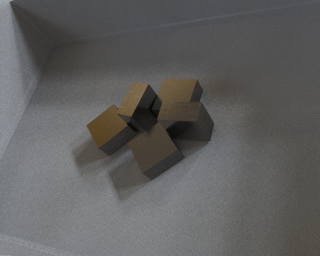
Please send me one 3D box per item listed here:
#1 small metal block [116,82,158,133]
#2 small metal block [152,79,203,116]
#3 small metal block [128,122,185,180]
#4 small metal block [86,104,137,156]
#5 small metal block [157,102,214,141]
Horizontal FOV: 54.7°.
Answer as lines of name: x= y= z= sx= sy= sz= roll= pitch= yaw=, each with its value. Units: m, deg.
small metal block: x=-0.025 y=-0.026 z=0.414 sx=0.025 sy=0.050 sz=0.050 roll=13 pitch=69 yaw=33
small metal block: x=0.024 y=-0.038 z=0.413 sx=0.050 sy=0.025 sz=0.050 roll=7 pitch=65 yaw=30
small metal block: x=-0.005 y=0.028 z=0.387 sx=0.050 sy=0.025 sz=0.050 roll=-35 pitch=52 yaw=4
small metal block: x=-0.069 y=0.002 z=0.436 sx=0.050 sy=0.025 sz=0.050 roll=-38 pitch=51 yaw=2
small metal block: x=0.032 y=-0.008 z=0.374 sx=0.050 sy=0.050 sz=0.025 roll=3 pitch=64 yaw=29
